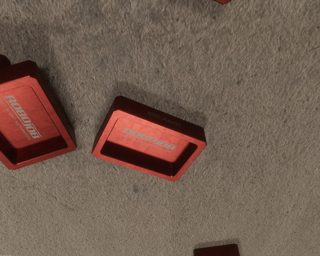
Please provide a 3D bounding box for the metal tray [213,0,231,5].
[{"bbox_3d":[0.020,-0.172,0.257,0.131,0.030,0.089,17,128,-15],"label":"metal tray"}]

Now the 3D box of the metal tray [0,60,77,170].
[{"bbox_3d":[-0.164,-0.009,0.365,0.091,0.030,0.129,-18,140,-5],"label":"metal tray"}]

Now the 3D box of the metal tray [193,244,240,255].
[{"bbox_3d":[0.128,0.298,0.660,0.090,0.030,0.129,-11,130,9],"label":"metal tray"}]

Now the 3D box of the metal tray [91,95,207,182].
[{"bbox_3d":[-0.015,0.019,0.419,0.131,0.030,0.089,21,127,-17],"label":"metal tray"}]

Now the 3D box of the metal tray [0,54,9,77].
[{"bbox_3d":[-0.237,-0.038,0.367,0.091,0.030,0.129,17,128,-15],"label":"metal tray"}]
